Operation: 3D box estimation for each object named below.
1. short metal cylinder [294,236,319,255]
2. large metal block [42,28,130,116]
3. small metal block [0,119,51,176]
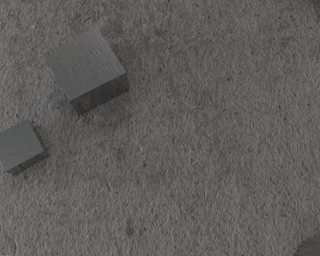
[{"bbox_3d":[0.195,0.159,0.338,0.081,0.050,0.080,0,70,0],"label":"short metal cylinder"},{"bbox_3d":[-0.098,-0.076,0.422,0.080,0.050,0.080,-29,73,-10],"label":"large metal block"},{"bbox_3d":[-0.178,0.025,0.398,0.050,0.025,0.050,-30,73,-11],"label":"small metal block"}]
